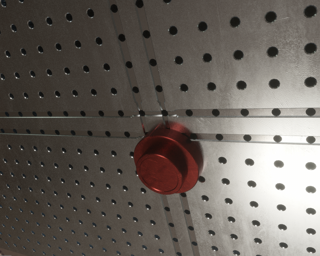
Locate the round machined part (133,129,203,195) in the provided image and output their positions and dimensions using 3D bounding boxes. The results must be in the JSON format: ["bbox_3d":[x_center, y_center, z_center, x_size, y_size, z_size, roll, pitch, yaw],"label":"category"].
[{"bbox_3d":[0.006,0.053,0.429,0.098,0.042,0.097,13,124,20],"label":"round machined part"}]
